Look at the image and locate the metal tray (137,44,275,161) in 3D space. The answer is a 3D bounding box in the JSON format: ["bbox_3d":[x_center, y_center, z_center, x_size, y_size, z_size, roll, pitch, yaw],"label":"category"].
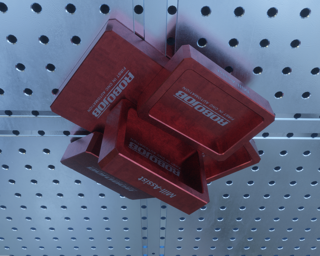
[{"bbox_3d":[0.051,-0.022,0.351,0.131,0.030,0.090,29,124,-23],"label":"metal tray"}]

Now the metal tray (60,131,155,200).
[{"bbox_3d":[-0.061,0.058,0.433,0.130,0.030,0.090,35,147,-26],"label":"metal tray"}]

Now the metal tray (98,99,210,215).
[{"bbox_3d":[-0.003,0.033,0.357,0.130,0.090,0.030,33,122,-25],"label":"metal tray"}]

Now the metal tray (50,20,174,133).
[{"bbox_3d":[-0.057,-0.048,0.365,0.090,0.030,0.129,32,123,-25],"label":"metal tray"}]

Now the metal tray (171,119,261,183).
[{"bbox_3d":[0.063,0.036,0.438,0.130,0.030,0.090,-27,126,20],"label":"metal tray"}]
